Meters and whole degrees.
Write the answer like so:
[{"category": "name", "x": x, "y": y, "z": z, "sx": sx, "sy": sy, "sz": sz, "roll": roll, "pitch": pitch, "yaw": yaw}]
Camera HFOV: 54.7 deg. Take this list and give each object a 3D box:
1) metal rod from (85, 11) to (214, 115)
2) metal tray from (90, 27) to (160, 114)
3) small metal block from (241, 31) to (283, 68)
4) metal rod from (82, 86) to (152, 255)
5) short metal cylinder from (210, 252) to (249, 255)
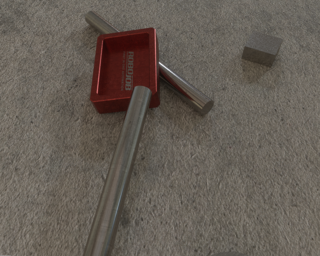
[{"category": "metal rod", "x": -0.031, "y": -0.116, "z": 0.500, "sx": 0.025, "sy": 0.025, "sz": 0.300, "roll": -33, "pitch": 58, "yaw": -25}, {"category": "metal tray", "x": -0.048, "y": -0.086, "z": 0.450, "sx": 0.090, "sy": 0.030, "sz": 0.130, "roll": -6, "pitch": 58, "yaw": 7}, {"category": "small metal block", "x": 0.171, "y": -0.132, "z": 0.517, "sx": 0.050, "sy": 0.025, "sz": 0.050, "roll": 23, "pitch": 53, "yaw": 17}, {"category": "metal rod", "x": -0.050, "y": 0.079, "z": 0.311, "sx": 0.025, "sy": 0.025, "sz": 0.300, "roll": 8, "pitch": 58, "yaw": 6}, {"category": "short metal cylinder", "x": 0.059, "y": 0.153, "z": 0.259, "sx": 0.081, "sy": 0.050, "sz": 0.080, "roll": 0, "pitch": 50, "yaw": 0}]
